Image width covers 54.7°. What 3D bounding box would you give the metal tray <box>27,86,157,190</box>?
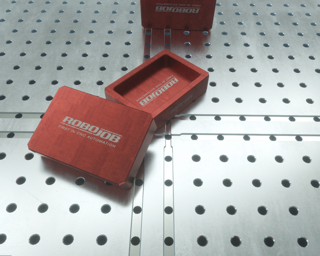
[{"bbox_3d":[-0.081,0.009,0.376,0.130,0.030,0.090,19,72,14],"label":"metal tray"}]

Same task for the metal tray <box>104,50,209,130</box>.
[{"bbox_3d":[-0.003,-0.057,0.452,0.090,0.030,0.131,36,58,26],"label":"metal tray"}]

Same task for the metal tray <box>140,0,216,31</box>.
[{"bbox_3d":[0.032,-0.222,0.551,0.131,0.090,0.030,3,54,2],"label":"metal tray"}]
